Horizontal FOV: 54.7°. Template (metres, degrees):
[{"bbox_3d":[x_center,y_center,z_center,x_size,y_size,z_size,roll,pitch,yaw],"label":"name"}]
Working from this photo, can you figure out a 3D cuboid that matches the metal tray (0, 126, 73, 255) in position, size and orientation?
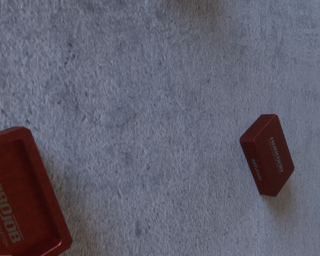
[{"bbox_3d":[-0.145,0.073,0.280,0.091,0.030,0.129,-26,106,-37],"label":"metal tray"}]

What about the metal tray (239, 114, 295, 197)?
[{"bbox_3d":[0.201,0.050,0.574,0.091,0.030,0.129,-40,114,-33],"label":"metal tray"}]
